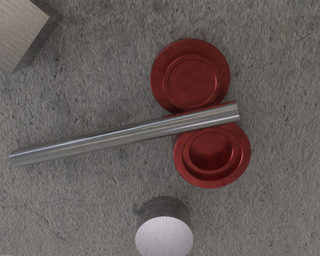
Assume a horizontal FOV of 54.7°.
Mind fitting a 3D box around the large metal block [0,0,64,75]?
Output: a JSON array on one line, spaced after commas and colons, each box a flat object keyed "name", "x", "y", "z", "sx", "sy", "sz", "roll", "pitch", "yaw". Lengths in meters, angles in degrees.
[{"name": "large metal block", "x": -0.173, "y": -0.121, "z": 0.350, "sx": 0.080, "sy": 0.050, "sz": 0.080, "roll": 38, "pitch": 106, "yaw": -13}]

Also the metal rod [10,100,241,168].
[{"name": "metal rod", "x": -0.054, "y": 0.011, "z": 0.388, "sx": 0.301, "sy": 0.025, "sz": 0.025, "roll": -12, "pitch": 110, "yaw": 14}]

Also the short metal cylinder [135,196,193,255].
[{"name": "short metal cylinder", "x": 0.006, "y": 0.147, "z": 0.451, "sx": 0.081, "sy": 0.050, "sz": 0.079, "roll": 0, "pitch": 110, "yaw": 0}]

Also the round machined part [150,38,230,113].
[{"name": "round machined part", "x": 0.037, "y": -0.059, "z": 0.379, "sx": 0.099, "sy": 0.042, "sz": 0.097, "roll": 0, "pitch": 110, "yaw": 0}]

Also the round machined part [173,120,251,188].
[{"name": "round machined part", "x": 0.066, "y": 0.027, "z": 0.411, "sx": 0.099, "sy": 0.042, "sz": 0.097, "roll": 0, "pitch": 110, "yaw": 0}]
